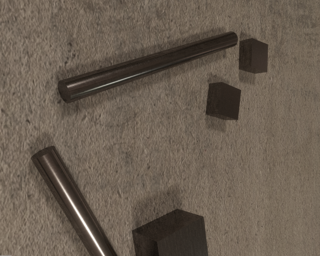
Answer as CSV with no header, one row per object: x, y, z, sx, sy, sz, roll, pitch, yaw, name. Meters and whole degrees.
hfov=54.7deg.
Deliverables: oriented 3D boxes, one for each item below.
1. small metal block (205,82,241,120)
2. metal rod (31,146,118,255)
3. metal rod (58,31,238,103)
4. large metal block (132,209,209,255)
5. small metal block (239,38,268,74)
0.101,-0.041,0.493,0.050,0.025,0.050,13,82,-40,small metal block
-0.060,0.154,0.356,0.025,0.025,0.299,-37,113,-34,metal rod
0.008,-0.091,0.413,0.302,0.025,0.025,-26,107,-37,metal rod
0.016,0.163,0.405,0.081,0.050,0.079,-13,99,-39,large metal block
0.165,-0.126,0.546,0.050,0.025,0.050,3,88,-40,small metal block
